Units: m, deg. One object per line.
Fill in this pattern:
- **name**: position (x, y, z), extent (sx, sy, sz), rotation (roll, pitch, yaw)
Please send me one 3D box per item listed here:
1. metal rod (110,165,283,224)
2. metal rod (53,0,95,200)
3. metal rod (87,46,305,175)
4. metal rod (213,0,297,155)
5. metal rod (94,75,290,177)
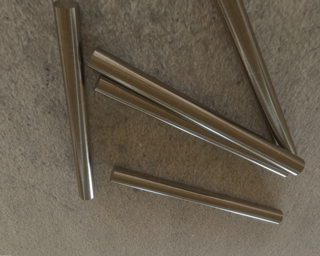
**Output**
- **metal rod**: position (0.068, 0.112, 0.503), extent (0.302, 0.025, 0.025), rotation (17, 128, -15)
- **metal rod**: position (-0.104, -0.008, 0.398), extent (0.025, 0.025, 0.298), rotation (3, 130, -3)
- **metal rod**: position (0.056, -0.013, 0.379), extent (0.301, 0.025, 0.025), rotation (27, 125, -15)
- **metal rod**: position (0.111, -0.062, 0.355), extent (0.025, 0.025, 0.300), rotation (-23, 127, 18)
- **metal rod**: position (0.058, 0.003, 0.410), extent (0.302, 0.025, 0.025), rotation (24, 126, -20)
